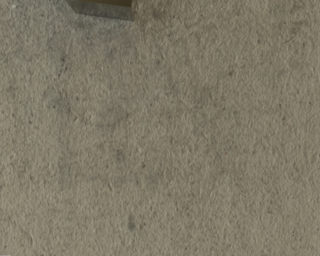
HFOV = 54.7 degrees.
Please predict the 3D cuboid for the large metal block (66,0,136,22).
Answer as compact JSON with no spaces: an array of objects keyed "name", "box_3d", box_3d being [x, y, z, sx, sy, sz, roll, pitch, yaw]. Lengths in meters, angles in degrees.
[{"name":"large metal block","box_3d":[-0.070,-0.190,0.396,0.081,0.050,0.080,7,90,-1]}]
